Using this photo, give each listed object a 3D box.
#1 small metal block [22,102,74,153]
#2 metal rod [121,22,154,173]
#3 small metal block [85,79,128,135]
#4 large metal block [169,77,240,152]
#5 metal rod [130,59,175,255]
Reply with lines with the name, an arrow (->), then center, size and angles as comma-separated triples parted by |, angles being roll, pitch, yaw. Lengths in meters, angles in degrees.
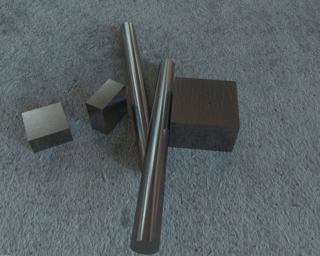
small metal block -> -0.146, -0.002, 0.403 | 0.050, 0.025, 0.050 | -19, 53, -16
metal rod -> -0.034, -0.064, 0.456 | 0.025, 0.025, 0.300 | -7, 50, -6
small metal block -> -0.068, -0.027, 0.409 | 0.025, 0.050, 0.050 | 23, 54, 18
large metal block -> 0.056, -0.019, 0.403 | 0.080, 0.050, 0.080 | 5, 50, 3
metal rod -> -0.001, 0.002, 0.374 | 0.025, 0.025, 0.300 | 4, 42, 3
